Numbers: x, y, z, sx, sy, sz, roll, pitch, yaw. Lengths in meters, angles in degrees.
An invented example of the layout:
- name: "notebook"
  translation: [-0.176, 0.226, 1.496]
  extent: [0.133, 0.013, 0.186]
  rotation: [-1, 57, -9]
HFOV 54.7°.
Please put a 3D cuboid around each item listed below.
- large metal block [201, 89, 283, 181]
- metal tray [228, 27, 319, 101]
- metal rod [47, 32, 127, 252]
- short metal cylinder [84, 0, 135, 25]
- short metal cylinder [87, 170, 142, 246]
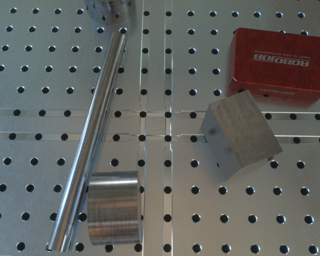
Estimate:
- name: "large metal block"
  translation: [0.094, 0.012, 0.379]
  extent: [0.050, 0.080, 0.080]
  rotation: [-21, 72, -8]
- name: "metal tray"
  translation: [0.169, -0.092, 0.445]
  extent: [0.131, 0.030, 0.090]
  rotation: [7, 70, 2]
- name: "metal rod"
  translation: [-0.090, 0.004, 0.409]
  extent: [0.025, 0.025, 0.299]
  rotation: [10, 70, 3]
- name: "short metal cylinder"
  translation: [-0.079, -0.207, 0.473]
  extent: [0.081, 0.050, 0.080]
  rotation: [0, 70, 0]
- name: "short metal cylinder"
  translation: [-0.048, 0.089, 0.349]
  extent: [0.050, 0.080, 0.080]
  rotation: [-2, 70, -1]
